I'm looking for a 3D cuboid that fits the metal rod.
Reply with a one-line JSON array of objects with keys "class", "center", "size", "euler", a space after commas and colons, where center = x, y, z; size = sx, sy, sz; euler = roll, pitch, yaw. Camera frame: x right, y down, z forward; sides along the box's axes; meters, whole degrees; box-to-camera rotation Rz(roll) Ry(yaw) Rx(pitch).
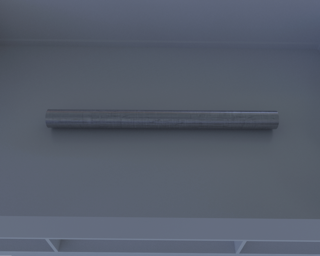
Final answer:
[{"class": "metal rod", "center": [0.003, -0.012, 0.412], "size": [0.302, 0.025, 0.025], "euler": [0, 50, 0]}]
